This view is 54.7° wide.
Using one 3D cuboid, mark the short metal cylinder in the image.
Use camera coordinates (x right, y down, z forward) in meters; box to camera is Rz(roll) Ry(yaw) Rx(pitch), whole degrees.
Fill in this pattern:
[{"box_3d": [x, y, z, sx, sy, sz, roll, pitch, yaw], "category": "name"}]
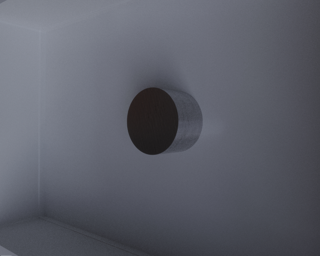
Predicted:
[{"box_3d": [0.005, -0.008, 0.384, 0.080, 0.050, 0.079, 0, 90, 39], "category": "short metal cylinder"}]
